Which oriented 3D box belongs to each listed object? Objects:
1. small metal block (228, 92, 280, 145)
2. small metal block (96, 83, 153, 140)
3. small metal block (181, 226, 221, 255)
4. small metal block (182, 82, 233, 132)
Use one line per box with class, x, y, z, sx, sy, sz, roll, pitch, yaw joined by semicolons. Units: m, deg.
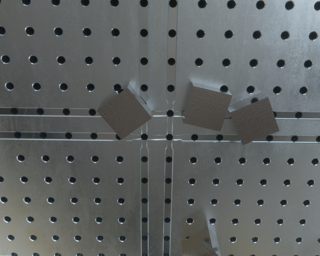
small metal block;0.122;-0.012;0.410;0.050;0.025;0.050;-23;109;8
small metal block;-0.045;-0.022;0.405;0.050;0.025;0.050;-35;107;12
small metal block;0.062;0.185;0.469;0.050;0.050;0.025;-34;107;12
small metal block;0.060;-0.028;0.404;0.050;0.025;0.050;13;110;-5
